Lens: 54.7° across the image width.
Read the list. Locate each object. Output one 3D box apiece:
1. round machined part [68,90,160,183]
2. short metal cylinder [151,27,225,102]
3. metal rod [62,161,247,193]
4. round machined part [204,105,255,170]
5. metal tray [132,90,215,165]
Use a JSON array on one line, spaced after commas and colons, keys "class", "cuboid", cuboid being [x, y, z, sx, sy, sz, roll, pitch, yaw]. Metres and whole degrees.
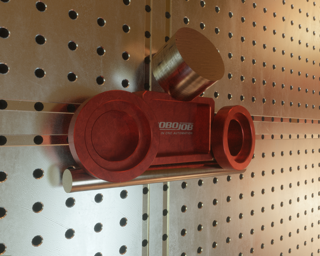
[{"class": "round machined part", "cuboid": [-0.053, 0.009, 0.343, 0.099, 0.042, 0.097, 2, 87, -32]}, {"class": "short metal cylinder", "cuboid": [0.036, -0.081, 0.399, 0.080, 0.050, 0.080, 21, 52, -29]}, {"class": "metal rod", "cuboid": [0.019, 0.059, 0.420, 0.302, 0.025, 0.025, 2, 89, -40]}, {"class": "round machined part", "cuboid": [0.104, 0.015, 0.475, 0.099, 0.042, 0.097, 2, 87, -47]}, {"class": "metal tray", "cuboid": [0.020, 0.001, 0.417, 0.131, 0.030, 0.089, 1, 90, -40]}]
